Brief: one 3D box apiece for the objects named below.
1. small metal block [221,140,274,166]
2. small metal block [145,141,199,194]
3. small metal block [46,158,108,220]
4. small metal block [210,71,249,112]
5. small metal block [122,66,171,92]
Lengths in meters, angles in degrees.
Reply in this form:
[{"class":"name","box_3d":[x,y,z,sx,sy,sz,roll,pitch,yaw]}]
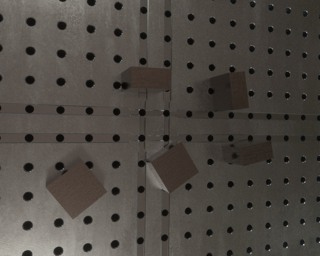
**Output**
[{"class":"small metal block","box_3d":[0.125,0.034,0.447,0.050,0.050,0.025,-11,94,-20]},{"class":"small metal block","box_3d":[0.016,0.052,0.420,0.050,0.025,0.050,-33,101,-17]},{"class":"small metal block","box_3d":[-0.101,0.073,0.376,0.050,0.025,0.050,-38,103,-16]},{"class":"small metal block","box_3d":[0.097,-0.050,0.437,0.025,0.050,0.050,-8,93,-20]},{"class":"small metal block","box_3d":[-0.019,-0.060,0.393,0.050,0.050,0.025,0,90,-20]}]
